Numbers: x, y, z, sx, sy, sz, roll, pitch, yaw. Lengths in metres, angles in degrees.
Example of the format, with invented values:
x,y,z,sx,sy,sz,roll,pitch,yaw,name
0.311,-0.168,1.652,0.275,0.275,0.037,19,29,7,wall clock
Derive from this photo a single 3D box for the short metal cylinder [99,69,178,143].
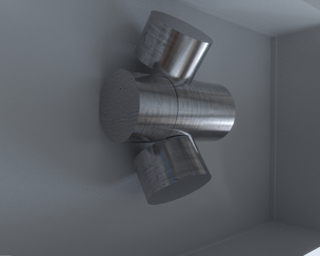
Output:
x,y,z,sx,sy,sz,roll,pitch,yaw,name
-0.026,-0.023,0.347,0.050,0.080,0.080,2,89,-40,short metal cylinder

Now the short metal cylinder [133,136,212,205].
x,y,z,sx,sy,sz,roll,pitch,yaw,name
0.014,0.052,0.371,0.081,0.080,0.050,0,56,-40,short metal cylinder

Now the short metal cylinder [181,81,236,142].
x,y,z,sx,sy,sz,roll,pitch,yaw,name
0.052,-0.022,0.412,0.050,0.080,0.080,2,89,-40,short metal cylinder

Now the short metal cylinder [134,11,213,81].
x,y,z,sx,sy,sz,roll,pitch,yaw,name
0.016,-0.099,0.372,0.081,0.080,0.050,2,127,-40,short metal cylinder

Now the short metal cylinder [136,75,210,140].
x,y,z,sx,sy,sz,roll,pitch,yaw,name
0.014,-0.022,0.380,0.050,0.080,0.080,2,89,-40,short metal cylinder
